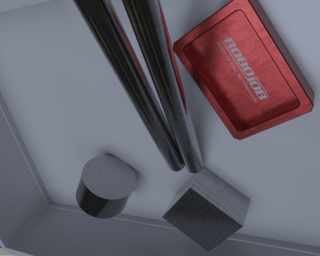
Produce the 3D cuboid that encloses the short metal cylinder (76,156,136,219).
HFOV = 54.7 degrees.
[{"bbox_3d":[-0.082,0.088,0.469,0.080,0.080,0.050,32,128,7],"label":"short metal cylinder"}]

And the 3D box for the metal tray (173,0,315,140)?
[{"bbox_3d":[0.086,-0.059,0.322,0.090,0.030,0.130,-28,103,37],"label":"metal tray"}]

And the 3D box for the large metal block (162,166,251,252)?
[{"bbox_3d":[0.063,0.111,0.427,0.080,0.050,0.079,36,129,3],"label":"large metal block"}]

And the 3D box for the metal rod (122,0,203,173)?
[{"bbox_3d":[0.011,-0.032,0.296,0.025,0.025,0.299,10,150,22],"label":"metal rod"}]

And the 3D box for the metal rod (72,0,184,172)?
[{"bbox_3d":[-0.019,-0.033,0.311,0.025,0.025,0.299,7,149,24],"label":"metal rod"}]
